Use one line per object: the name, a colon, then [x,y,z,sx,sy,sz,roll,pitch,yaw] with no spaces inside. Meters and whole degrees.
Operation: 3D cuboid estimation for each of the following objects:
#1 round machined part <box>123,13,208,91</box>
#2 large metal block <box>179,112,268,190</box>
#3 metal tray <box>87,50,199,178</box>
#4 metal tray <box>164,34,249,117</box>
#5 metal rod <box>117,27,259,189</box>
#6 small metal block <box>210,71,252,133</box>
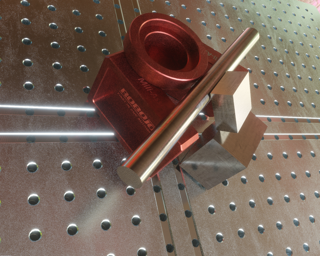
round machined part: [0.003,-0.084,0.363,0.099,0.042,0.098,14,56,-21]
large metal block: [0.081,0.023,0.400,0.050,0.080,0.080,42,51,0]
metal tray: [-0.025,-0.014,0.362,0.030,0.090,0.130,-33,81,-38]
metal tray: [0.046,-0.075,0.438,0.131,0.090,0.030,28,53,-11]
metal rod: [0.053,-0.046,0.350,0.025,0.025,0.301,42,51,0]
small metal block: [0.082,-0.030,0.352,0.025,0.050,0.050,9,42,32]
